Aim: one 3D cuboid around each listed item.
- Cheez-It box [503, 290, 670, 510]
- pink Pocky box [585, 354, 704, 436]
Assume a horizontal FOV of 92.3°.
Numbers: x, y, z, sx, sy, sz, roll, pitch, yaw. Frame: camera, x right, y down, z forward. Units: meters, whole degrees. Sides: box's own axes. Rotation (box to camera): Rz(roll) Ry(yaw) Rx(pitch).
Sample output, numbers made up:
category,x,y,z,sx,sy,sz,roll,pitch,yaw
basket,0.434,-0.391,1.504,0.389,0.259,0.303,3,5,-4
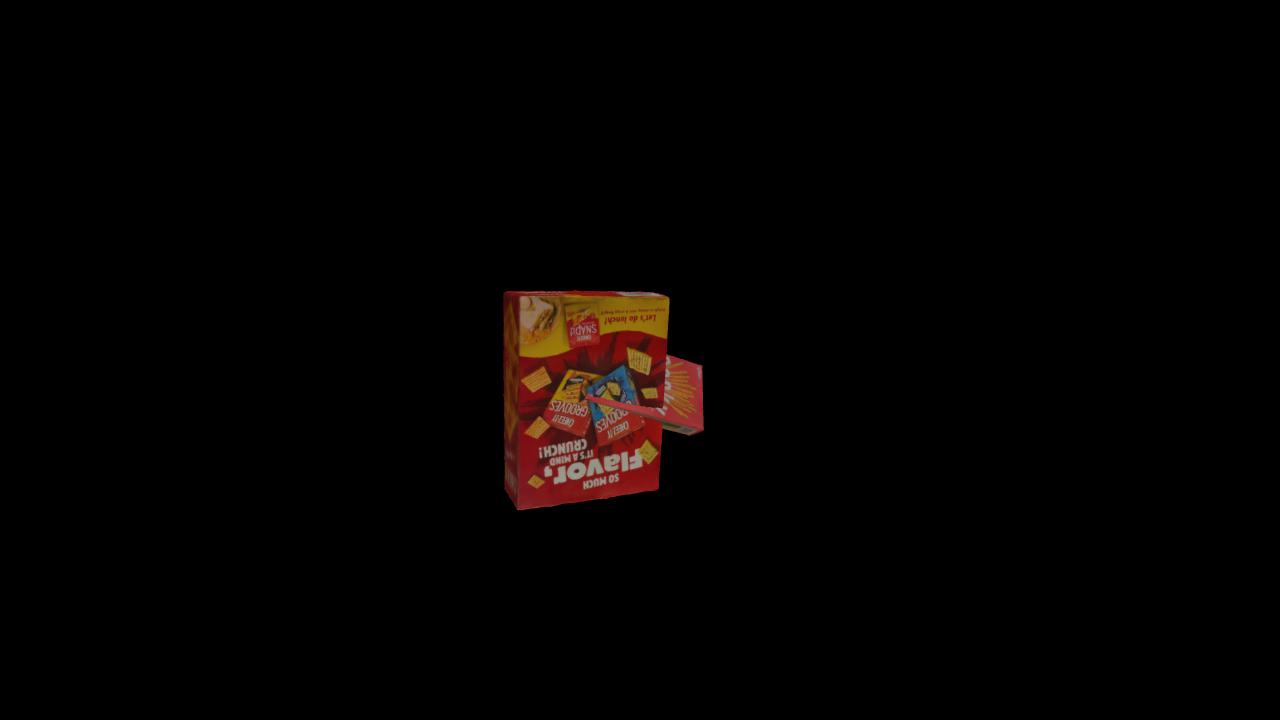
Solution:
category,x,y,z,sx,sy,sz,roll,pitch,yaw
Cheez-It box,-0.059,0.038,0.662,0.166,0.223,0.071,-3,11,-25
pink Pocky box,0.004,0.027,0.687,0.155,0.084,0.029,18,-31,-28
